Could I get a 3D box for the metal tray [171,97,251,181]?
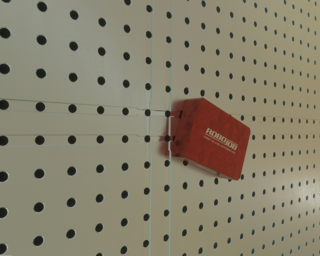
[{"bbox_3d":[0.083,0.020,0.474,0.131,0.030,0.090,27,73,-37],"label":"metal tray"}]
